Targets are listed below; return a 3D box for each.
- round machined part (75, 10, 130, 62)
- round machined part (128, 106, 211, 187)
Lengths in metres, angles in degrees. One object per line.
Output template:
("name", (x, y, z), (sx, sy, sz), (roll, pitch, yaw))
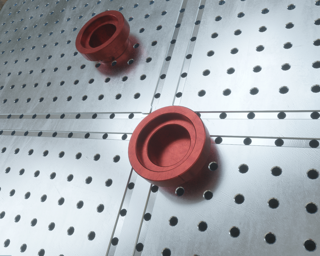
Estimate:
("round machined part", (-0.095, -0.155, 0.544), (0.098, 0.042, 0.098), (-13, 56, 21))
("round machined part", (0.014, 0.025, 0.375), (0.098, 0.042, 0.098), (-13, 56, 21))
